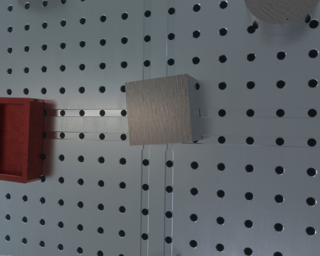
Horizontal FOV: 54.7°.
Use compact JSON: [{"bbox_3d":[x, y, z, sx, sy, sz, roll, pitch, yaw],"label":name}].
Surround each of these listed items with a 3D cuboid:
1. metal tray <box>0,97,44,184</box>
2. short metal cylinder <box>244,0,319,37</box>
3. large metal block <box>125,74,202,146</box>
[{"bbox_3d":[-0.233,0.017,0.492,0.090,0.030,0.129,3,91,20],"label":"metal tray"},{"bbox_3d":[0.138,-0.150,0.350,0.080,0.050,0.080,0,90,20],"label":"short metal cylinder"},{"bbox_3d":[0.005,-0.021,0.397,0.080,0.050,0.080,-5,88,20],"label":"large metal block"}]
